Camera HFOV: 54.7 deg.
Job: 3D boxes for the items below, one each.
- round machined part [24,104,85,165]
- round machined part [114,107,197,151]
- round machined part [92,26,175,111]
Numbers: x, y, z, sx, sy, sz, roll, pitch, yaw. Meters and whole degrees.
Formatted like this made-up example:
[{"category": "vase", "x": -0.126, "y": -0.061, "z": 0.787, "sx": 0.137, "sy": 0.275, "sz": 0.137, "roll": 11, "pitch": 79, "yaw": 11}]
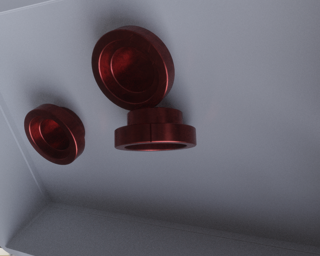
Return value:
[{"category": "round machined part", "x": -0.157, "y": 0.006, "z": 0.482, "sx": 0.098, "sy": 0.042, "sz": 0.097, "roll": 13, "pitch": 124, "yaw": 20}, {"category": "round machined part", "x": -0.006, "y": 0.002, "z": 0.377, "sx": 0.098, "sy": 0.098, "sz": 0.042, "roll": -8, "pitch": 78, "yaw": 31}, {"category": "round machined part", "x": -0.028, "y": -0.072, "z": 0.367, "sx": 0.098, "sy": 0.042, "sz": 0.097, "roll": 13, "pitch": 124, "yaw": 20}]
